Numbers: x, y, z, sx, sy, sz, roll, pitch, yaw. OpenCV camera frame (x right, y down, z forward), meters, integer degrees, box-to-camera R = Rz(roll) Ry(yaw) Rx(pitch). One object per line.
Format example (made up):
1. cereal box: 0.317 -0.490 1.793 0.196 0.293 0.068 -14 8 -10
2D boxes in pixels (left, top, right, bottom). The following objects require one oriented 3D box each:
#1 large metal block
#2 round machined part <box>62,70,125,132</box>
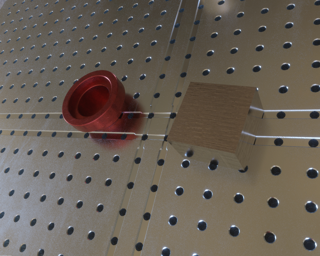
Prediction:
1. large metal block: 0.066 -0.004 0.360 0.080 0.050 0.080 10 67 32
2. round machined part: -0.095 -0.036 0.470 0.098 0.042 0.098 -13 56 21
